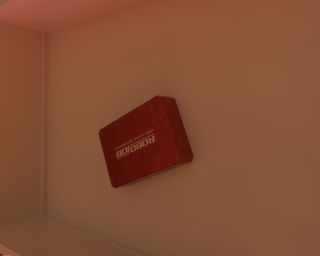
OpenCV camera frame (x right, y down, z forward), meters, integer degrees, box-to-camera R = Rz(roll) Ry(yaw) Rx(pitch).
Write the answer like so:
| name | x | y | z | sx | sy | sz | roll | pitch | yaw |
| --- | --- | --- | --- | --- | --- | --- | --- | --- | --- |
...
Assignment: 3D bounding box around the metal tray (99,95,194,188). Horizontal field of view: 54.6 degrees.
| name | x | y | z | sx | sy | sz | roll | pitch | yaw |
| --- | --- | --- | --- | --- | --- | --- | --- | --- | --- |
| metal tray | -0.025 | 0.022 | 0.425 | 0.130 | 0.030 | 0.090 | -27 | 73 | 37 |
